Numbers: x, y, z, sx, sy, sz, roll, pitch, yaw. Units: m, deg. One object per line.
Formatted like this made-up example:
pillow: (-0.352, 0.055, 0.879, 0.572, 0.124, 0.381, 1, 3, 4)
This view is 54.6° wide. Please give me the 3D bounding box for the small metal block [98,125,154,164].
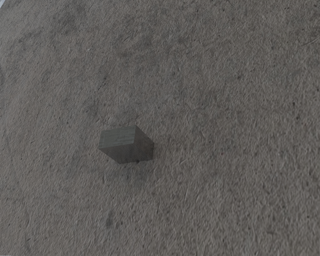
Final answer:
small metal block: (-0.042, 0.023, 0.397, 0.050, 0.050, 0.025, -10, 58, 23)
